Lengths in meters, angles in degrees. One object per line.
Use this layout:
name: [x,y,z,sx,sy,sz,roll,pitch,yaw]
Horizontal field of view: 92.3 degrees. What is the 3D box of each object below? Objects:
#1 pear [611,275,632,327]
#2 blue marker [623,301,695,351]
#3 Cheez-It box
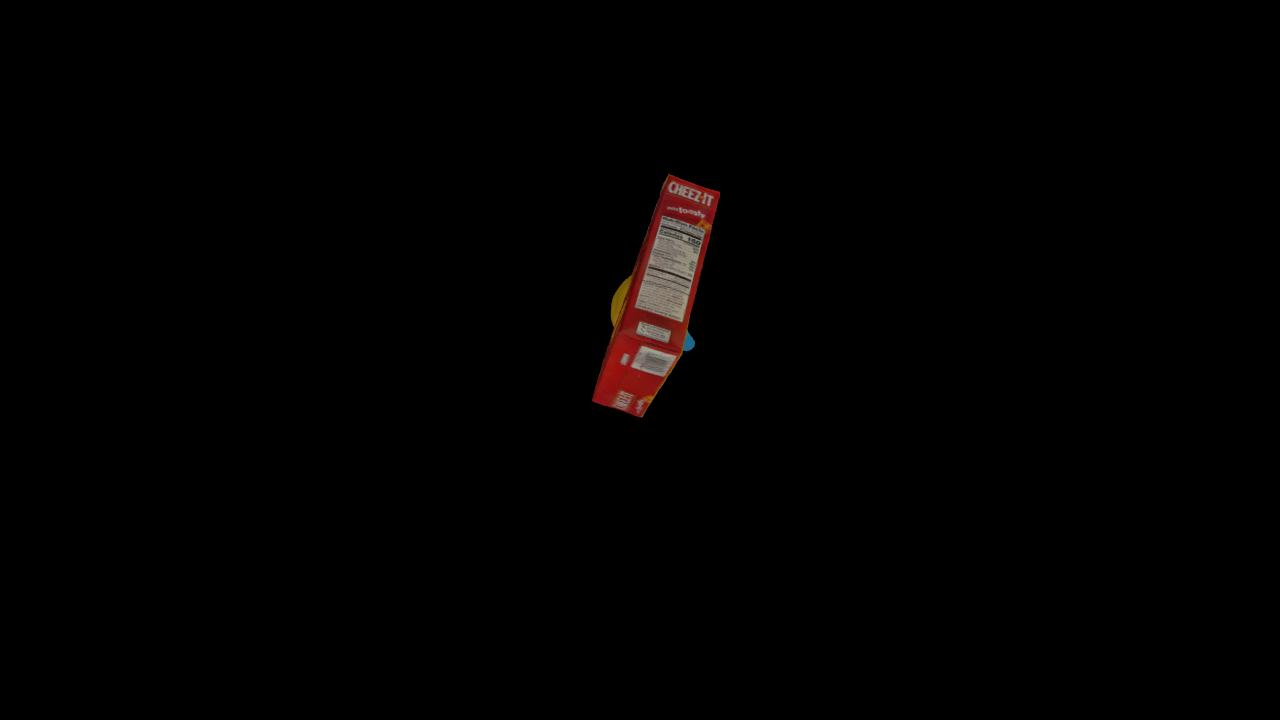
pear: [-0.007,-0.055,0.683,0.080,0.080,0.111,0,-2,-31]
blue marker: [0.037,-0.046,0.683,0.020,0.020,0.121,0,-31,24]
Cheez-It box: [0.018,-0.069,0.690,0.071,0.223,0.166,19,-30,-4]
